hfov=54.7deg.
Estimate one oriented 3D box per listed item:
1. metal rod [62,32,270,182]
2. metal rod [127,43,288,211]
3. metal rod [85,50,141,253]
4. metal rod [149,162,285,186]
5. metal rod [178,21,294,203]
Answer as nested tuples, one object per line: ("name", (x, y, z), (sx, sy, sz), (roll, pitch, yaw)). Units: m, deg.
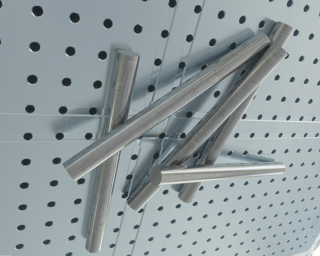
("metal rod", (0.019, -0.034, 0.379), (0.301, 0.025, 0.025), (-35, 130, -14))
("metal rod", (0.059, 0.006, 0.433), (0.299, 0.025, 0.025), (-48, 130, 11))
("metal rod", (-0.067, 0.048, 0.405), (0.025, 0.025, 0.298), (-1, 119, -29))
("metal rod", (0.110, 0.068, 0.488), (0.302, 0.025, 0.025), (4, 117, -40))
("metal rod", (0.105, -0.012, 0.463), (0.025, 0.025, 0.298), (15, 110, -35))
